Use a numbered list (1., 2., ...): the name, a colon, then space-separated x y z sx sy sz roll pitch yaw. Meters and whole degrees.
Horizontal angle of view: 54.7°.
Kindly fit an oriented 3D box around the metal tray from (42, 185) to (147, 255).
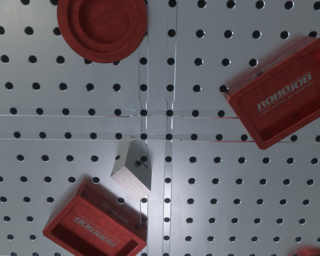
1. metal tray: -0.095 0.157 0.467 0.130 0.030 0.090 40 105 -14

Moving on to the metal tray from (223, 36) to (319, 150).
1. metal tray: 0.161 -0.042 0.396 0.130 0.030 0.090 -34 107 11

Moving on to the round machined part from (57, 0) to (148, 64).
1. round machined part: -0.063 -0.127 0.357 0.099 0.042 0.097 0 110 0

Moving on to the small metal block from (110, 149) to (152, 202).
1. small metal block: -0.038 0.064 0.423 0.025 0.050 0.050 -39 106 13
